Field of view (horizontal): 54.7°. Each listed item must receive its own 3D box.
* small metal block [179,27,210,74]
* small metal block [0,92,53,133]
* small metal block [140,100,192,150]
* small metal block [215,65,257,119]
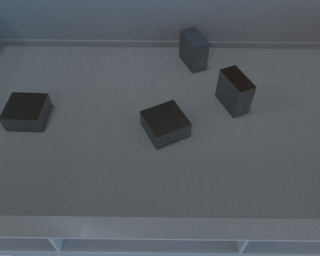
[{"bbox_3d":[0.053,-0.124,0.493,0.025,0.050,0.050,-19,53,-15],"label":"small metal block"},{"bbox_3d":[-0.181,-0.022,0.422,0.050,0.025,0.050,2,50,1],"label":"small metal block"},{"bbox_3d":[0.007,-0.005,0.409,0.050,0.025,0.050,-21,53,-17],"label":"small metal block"},{"bbox_3d":[0.104,-0.050,0.432,0.025,0.050,0.050,-19,53,-15],"label":"small metal block"}]
